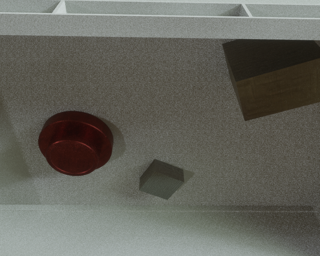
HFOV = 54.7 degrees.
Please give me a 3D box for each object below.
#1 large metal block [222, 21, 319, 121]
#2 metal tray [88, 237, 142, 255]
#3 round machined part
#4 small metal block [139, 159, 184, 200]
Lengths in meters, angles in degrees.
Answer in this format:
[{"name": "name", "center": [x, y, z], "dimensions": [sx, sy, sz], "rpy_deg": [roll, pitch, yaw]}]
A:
[{"name": "large metal block", "center": [0.116, -0.061, 0.323], "dimensions": [0.080, 0.080, 0.050], "rpy_deg": [-15, 129, 12]}, {"name": "metal tray", "center": [-0.105, 0.282, 0.647], "dimensions": [0.091, 0.030, 0.129], "rpy_deg": [21, 127, -18]}, {"name": "round machined part", "center": [-0.115, 0.028, 0.420], "dimensions": [0.099, 0.042, 0.097], "rpy_deg": [-1, 130, 0]}, {"name": "small metal block", "center": [0.002, 0.080, 0.478], "dimensions": [0.050, 0.025, 0.050], "rpy_deg": [23, 126, -19]}]
